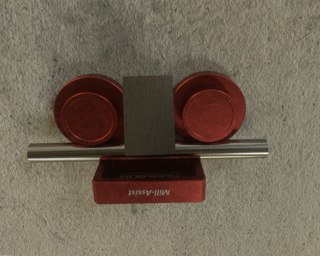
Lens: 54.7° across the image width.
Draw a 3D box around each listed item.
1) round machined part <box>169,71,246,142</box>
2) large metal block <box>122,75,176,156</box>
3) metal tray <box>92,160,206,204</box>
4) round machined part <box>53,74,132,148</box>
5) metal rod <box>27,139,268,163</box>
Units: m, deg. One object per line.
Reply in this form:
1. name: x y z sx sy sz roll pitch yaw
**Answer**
1. round machined part: 0.061 -0.021 0.394 0.099 0.042 0.097 0 110 -1
2. large metal block: -0.011 -0.011 0.349 0.050 0.080 0.080 -2 87 0
3. metal tray: -0.013 0.059 0.398 0.131 0.090 0.030 -1 110 0
4. round machined part: -0.086 -0.017 0.392 0.099 0.042 0.097 0 110 -1
5. metal rod: -0.015 0.029 0.400 0.302 0.025 0.025 -1 110 0
